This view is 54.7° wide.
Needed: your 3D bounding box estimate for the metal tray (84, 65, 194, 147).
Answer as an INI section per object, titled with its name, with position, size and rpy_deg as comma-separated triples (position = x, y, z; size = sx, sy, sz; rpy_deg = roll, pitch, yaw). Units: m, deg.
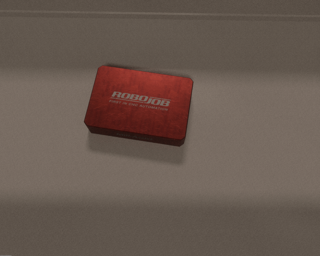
[metal tray]
position = -0.026, -0.030, 0.418
size = 0.131, 0.030, 0.090
rpy_deg = 9, 70, 3
